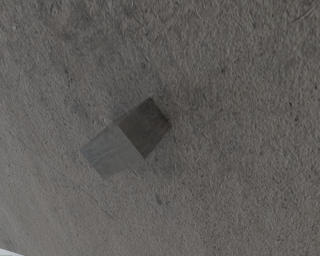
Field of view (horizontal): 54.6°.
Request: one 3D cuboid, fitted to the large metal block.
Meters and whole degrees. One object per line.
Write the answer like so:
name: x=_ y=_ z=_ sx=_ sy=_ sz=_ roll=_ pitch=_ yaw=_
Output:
large metal block: x=-0.043 y=0.013 z=0.402 sx=0.080 sy=0.080 sz=0.050 roll=-30 pitch=102 yaw=38
